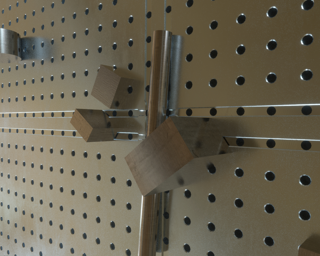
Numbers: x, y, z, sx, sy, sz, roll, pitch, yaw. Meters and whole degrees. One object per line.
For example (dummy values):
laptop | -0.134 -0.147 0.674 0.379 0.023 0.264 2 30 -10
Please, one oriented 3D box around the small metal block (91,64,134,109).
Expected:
small metal block | -0.073 -0.062 0.467 0.050 0.025 0.050 35 111 34

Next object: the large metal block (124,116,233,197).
large metal block | 0.022 0.031 0.354 0.080 0.081 0.050 -43 65 31

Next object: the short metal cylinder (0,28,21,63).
short metal cylinder | -0.334 -0.170 0.644 0.080 0.081 0.050 -5 87 39

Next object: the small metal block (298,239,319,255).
small metal block | 0.154 0.138 0.282 0.050 0.025 0.050 9 96 39

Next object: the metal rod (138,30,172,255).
metal rod | -0.007 0.024 0.413 0.025 0.025 0.298 7 94 39

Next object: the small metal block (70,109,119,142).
small metal block | -0.100 -0.004 0.473 0.050 0.050 0.025 44 116 31
